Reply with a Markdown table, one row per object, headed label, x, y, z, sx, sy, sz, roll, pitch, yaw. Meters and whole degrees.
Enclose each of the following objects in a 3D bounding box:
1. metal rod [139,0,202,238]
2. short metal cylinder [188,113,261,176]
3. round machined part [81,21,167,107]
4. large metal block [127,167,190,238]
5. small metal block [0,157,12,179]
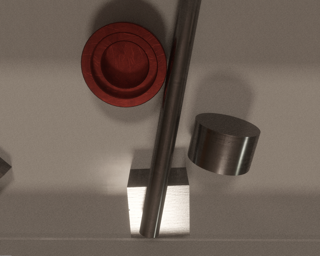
| label | x | y | z | sx | sy | sz | roll | pitch | yaw |
| --- | --- | --- | --- | --- | --- | --- | --- | --- | --- |
| metal rod | 0.011 | -0.012 | 0.374 | 0.025 | 0.025 | 0.298 | 9 | 98 | -4 |
| short metal cylinder | 0.079 | 0.018 | 0.390 | 0.081 | 0.080 | 0.050 | 9 | 110 | -4 |
| round machined part | -0.041 | -0.077 | 0.373 | 0.099 | 0.042 | 0.097 | 0 | 110 | -1 |
| large metal block | -0.001 | 0.104 | 0.436 | 0.081 | 0.050 | 0.079 | -2 | 110 | 0 |
| small metal block | -0.247 | 0.058 | 0.429 | 0.050 | 0.025 | 0.050 | -40 | 106 | 13 |
